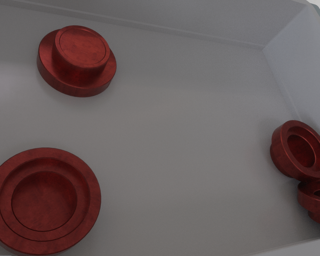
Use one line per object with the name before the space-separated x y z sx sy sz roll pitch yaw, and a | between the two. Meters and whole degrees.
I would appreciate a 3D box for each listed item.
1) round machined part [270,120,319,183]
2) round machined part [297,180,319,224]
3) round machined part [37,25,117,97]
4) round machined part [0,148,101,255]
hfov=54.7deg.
round machined part | 0.214 0.040 0.485 0.099 0.042 0.098 14 56 -21
round machined part | 0.248 0.107 0.439 0.099 0.098 0.042 -10 103 -32
round machined part | -0.102 -0.091 0.395 0.099 0.042 0.098 14 56 -21
round machined part | -0.109 0.071 0.292 0.099 0.042 0.098 14 56 -21
